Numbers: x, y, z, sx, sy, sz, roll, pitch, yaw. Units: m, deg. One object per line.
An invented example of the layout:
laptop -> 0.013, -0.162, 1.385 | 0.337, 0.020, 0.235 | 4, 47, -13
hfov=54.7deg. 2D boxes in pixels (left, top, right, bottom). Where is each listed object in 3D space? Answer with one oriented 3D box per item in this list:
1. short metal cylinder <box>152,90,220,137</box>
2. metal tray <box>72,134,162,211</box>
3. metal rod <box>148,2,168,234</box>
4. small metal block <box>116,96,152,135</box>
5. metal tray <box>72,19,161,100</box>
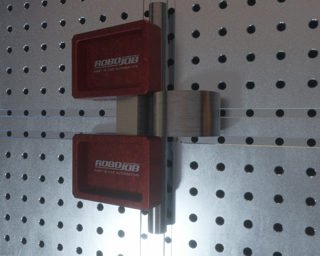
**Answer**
short metal cylinder -> 0.031, -0.016, 0.369 | 0.080, 0.080, 0.050 | 0, 90, 20
metal tray -> -0.060, 0.054, 0.412 | 0.130, 0.030, 0.089 | 1, 90, 32
metal rod -> -0.003, -0.013, 0.409 | 0.025, 0.025, 0.298 | 0, 90, 20
small metal block -> -0.034, -0.016, 0.409 | 0.050, 0.025, 0.050 | 1, 91, 51
metal tray -> -0.061, -0.085, 0.413 | 0.130, 0.030, 0.089 | 0, 90, 32
